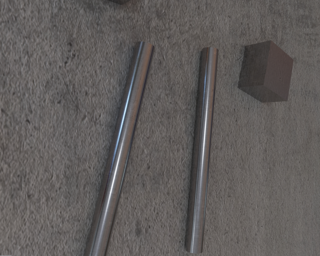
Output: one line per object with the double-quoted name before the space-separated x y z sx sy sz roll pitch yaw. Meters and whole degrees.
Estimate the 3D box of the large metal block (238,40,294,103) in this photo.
"large metal block" 0.189 -0.097 0.550 0.080 0.050 0.080 21 77 -39

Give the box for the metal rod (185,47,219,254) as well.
"metal rod" 0.063 0.029 0.459 0.025 0.025 0.298 9 84 -40

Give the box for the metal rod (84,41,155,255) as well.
"metal rod" -0.050 0.041 0.364 0.025 0.025 0.299 20 77 -39

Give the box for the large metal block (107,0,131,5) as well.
"large metal block" -0.061 -0.193 0.339 0.081 0.050 0.080 3 88 -40
